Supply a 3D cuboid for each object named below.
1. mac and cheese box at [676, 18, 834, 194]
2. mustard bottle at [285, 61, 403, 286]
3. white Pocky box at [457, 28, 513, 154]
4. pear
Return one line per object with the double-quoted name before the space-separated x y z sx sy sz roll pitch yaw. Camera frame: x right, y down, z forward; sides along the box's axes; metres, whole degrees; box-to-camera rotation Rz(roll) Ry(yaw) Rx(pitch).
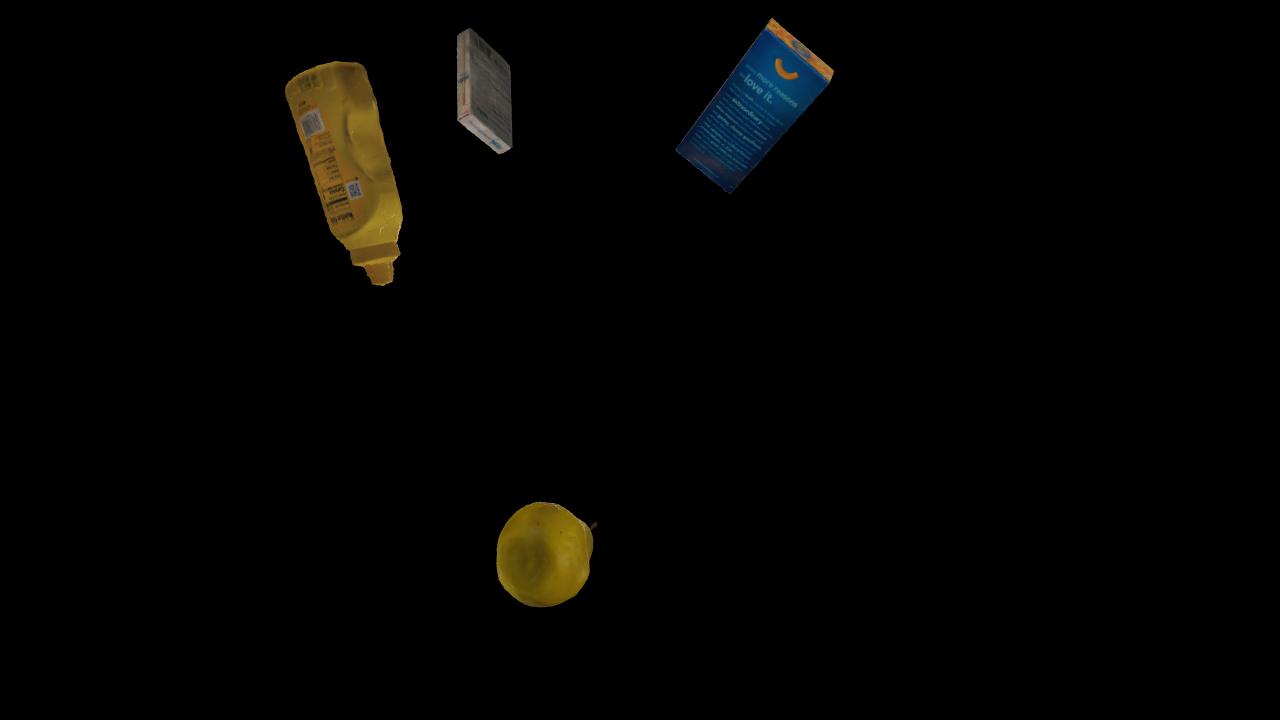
"mac and cheese box" 0.129 -0.291 0.727 0.093 0.041 0.184 36 -40 -9
"mustard bottle" -0.255 -0.157 0.549 0.092 0.184 0.054 -5 14 31
"white Pocky box" -0.213 -0.370 0.848 0.028 0.154 0.084 -17 -24 25
"pear" -0.067 0.157 0.505 0.080 0.080 0.111 0 -11 24
